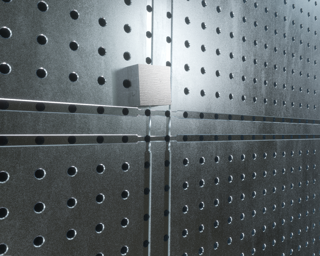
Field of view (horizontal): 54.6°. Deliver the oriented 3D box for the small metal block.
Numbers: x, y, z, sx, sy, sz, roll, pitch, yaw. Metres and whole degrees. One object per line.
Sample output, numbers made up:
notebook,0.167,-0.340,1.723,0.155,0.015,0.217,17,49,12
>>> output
small metal block,-0.013,-0.054,0.397,0.050,0.025,0.050,-5,93,-40
